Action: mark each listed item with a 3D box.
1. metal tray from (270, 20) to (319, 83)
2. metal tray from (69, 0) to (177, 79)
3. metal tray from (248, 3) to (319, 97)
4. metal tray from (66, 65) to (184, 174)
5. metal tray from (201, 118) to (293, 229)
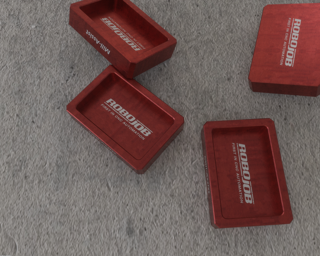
[{"bbox_3d":[0.229,-0.100,0.443,0.131,0.030,0.090,10,70,3],"label":"metal tray"},{"bbox_3d":[-0.052,-0.136,0.437,0.130,0.030,0.091,44,54,14],"label":"metal tray"},{"bbox_3d":[0.180,-0.110,0.427,0.090,0.030,0.130,8,71,24],"label":"metal tray"},{"bbox_3d":[-0.045,-0.013,0.409,0.130,0.030,0.090,39,74,13],"label":"metal tray"},{"bbox_3d":[0.104,0.055,0.385,0.091,0.030,0.130,-3,70,-1],"label":"metal tray"}]
